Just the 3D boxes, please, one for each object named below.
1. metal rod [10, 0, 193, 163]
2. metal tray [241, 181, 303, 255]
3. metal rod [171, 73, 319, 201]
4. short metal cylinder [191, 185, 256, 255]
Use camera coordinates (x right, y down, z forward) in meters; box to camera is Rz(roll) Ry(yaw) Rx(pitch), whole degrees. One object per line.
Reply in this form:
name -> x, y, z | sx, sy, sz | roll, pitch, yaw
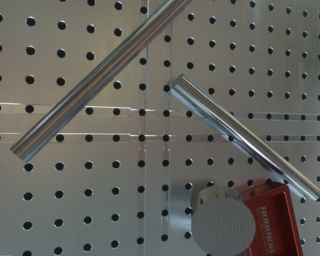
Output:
metal rod -> -0.063, -0.076, 0.389 | 0.025, 0.025, 0.301 | 46, 75, -15
metal tray -> 0.163, 0.157, 0.472 | 0.091, 0.030, 0.129 | -16, 96, -20
metal rod -> 0.139, 0.022, 0.465 | 0.301, 0.025, 0.025 | 37, 78, -17
short metal cylinder -> 0.082, 0.123, 0.415 | 0.080, 0.050, 0.079 | 1, 97, 5
